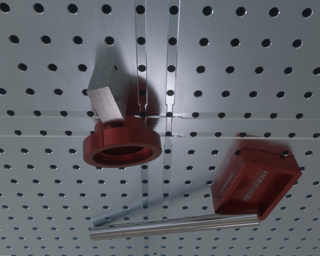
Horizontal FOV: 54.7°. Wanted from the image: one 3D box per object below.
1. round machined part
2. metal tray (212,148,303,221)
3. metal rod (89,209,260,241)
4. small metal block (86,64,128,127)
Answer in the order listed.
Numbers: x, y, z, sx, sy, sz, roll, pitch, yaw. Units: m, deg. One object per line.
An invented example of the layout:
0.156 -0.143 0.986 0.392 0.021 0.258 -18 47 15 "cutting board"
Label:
-0.049 0.017 0.397 0.099 0.042 0.098 -7 158 -3 "round machined part"
0.148 0.094 0.489 0.091 0.030 0.129 11 129 -9 "metal tray"
0.013 0.168 0.529 0.301 0.025 0.025 -12 130 20 "metal rod"
-0.059 -0.039 0.362 0.025 0.050 0.050 -12 129 10 "small metal block"
